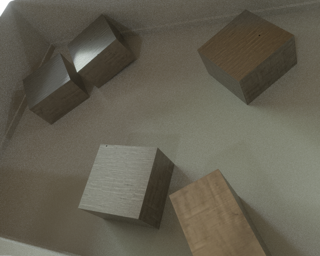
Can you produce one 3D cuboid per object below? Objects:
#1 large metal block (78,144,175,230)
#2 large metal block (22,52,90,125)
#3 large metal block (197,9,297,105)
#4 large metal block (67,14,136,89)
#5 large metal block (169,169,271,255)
[{"bbox_3d":[-0.037,0.068,0.366,0.080,0.050,0.080,1,62,28],"label":"large metal block"},{"bbox_3d":[-0.175,-0.066,0.520,0.080,0.050,0.080,-35,52,5],"label":"large metal block"},{"bbox_3d":[0.108,-0.089,0.387,0.080,0.050,0.080,-40,51,0],"label":"large metal block"},{"bbox_3d":[-0.098,-0.127,0.511,0.080,0.050,0.080,-38,51,11],"label":"large metal block"},{"bbox_3d":[0.059,0.095,0.280,0.050,0.080,0.080,-31,52,8],"label":"large metal block"}]
